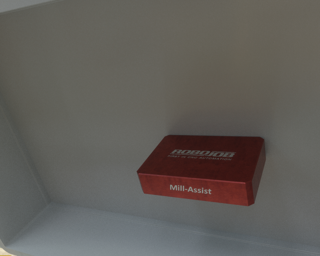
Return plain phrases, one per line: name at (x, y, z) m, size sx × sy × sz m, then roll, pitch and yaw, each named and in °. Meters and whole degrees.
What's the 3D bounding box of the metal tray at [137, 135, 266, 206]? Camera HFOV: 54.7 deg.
metal tray at (0.050, 0.044, 0.366) m, size 0.130 × 0.090 × 0.030 m, roll 1°, pitch 119°, yaw 27°
